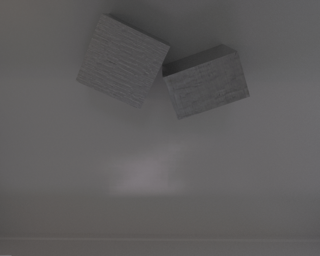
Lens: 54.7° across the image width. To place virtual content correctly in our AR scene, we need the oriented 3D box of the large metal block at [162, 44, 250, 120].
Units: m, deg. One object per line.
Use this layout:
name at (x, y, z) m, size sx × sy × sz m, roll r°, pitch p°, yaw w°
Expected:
large metal block at (0.049, -0.057, 0.361) m, size 0.080 × 0.080 × 0.050 m, roll -18°, pitch 109°, yaw 6°

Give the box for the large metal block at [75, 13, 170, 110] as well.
large metal block at (-0.042, -0.080, 0.368) m, size 0.080 × 0.050 × 0.080 m, roll 24°, pitch 108°, yaw -9°
